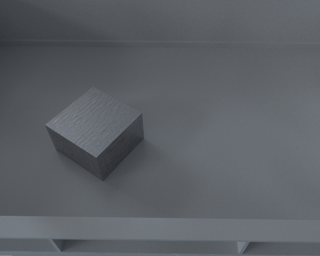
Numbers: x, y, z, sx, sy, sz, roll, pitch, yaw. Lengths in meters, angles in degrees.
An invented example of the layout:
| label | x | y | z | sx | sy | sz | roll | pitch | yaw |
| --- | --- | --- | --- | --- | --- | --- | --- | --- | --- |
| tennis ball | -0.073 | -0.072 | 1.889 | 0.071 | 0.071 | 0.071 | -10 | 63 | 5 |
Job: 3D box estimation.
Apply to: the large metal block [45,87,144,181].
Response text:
| label | x | y | z | sx | sy | sz | roll | pitch | yaw |
| --- | --- | --- | --- | --- | --- | --- | --- | --- | --- |
| large metal block | -0.077 | 0.005 | 0.385 | 0.080 | 0.050 | 0.080 | 29 | 56 | 22 |
